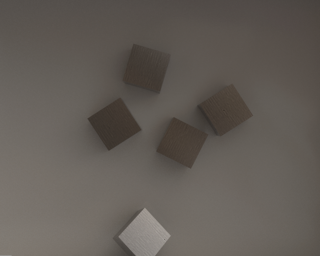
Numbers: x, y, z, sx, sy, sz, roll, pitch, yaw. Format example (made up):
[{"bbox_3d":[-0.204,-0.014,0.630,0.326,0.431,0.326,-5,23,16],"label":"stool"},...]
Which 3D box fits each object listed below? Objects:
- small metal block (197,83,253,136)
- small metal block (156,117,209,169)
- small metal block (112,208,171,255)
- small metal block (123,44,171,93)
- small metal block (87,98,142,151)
[{"bbox_3d":[0.086,-0.023,0.413,0.050,0.025,0.050,-33,90,-1],"label":"small metal block"},{"bbox_3d":[0.029,0.019,0.412,0.050,0.025,0.050,27,90,-1],"label":"small metal block"},{"bbox_3d":[-0.023,0.141,0.400,0.050,0.025,0.050,48,56,0],"label":"small metal block"},{"bbox_3d":[-0.017,-0.078,0.411,0.050,0.025,0.050,16,90,-1],"label":"small metal block"},{"bbox_3d":[-0.059,-0.005,0.411,0.050,0.025,0.050,-33,90,0],"label":"small metal block"}]
